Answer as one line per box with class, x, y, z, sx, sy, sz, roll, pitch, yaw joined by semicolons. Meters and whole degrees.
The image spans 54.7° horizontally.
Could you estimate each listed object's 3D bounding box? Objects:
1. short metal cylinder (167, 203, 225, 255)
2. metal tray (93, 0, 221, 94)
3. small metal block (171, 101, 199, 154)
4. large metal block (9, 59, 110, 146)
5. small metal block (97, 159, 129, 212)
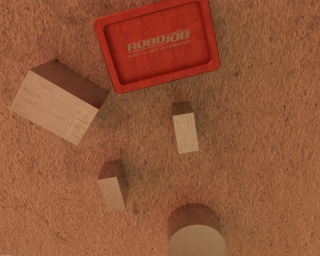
short metal cylinder;0.051;0.159;0.456;0.081;0.050;0.079;0;110;0
metal tray;-0.002;-0.100;0.369;0.131;0.030;0.089;-14;110;4
small metal block;0.031;-0.002;0.396;0.025;0.050;0.050;-9;110;3
large metal block;-0.113;-0.034;0.367;0.080;0.080;0.050;31;107;-11
small metal block;-0.062;0.078;0.425;0.025;0.050;0.050;-11;110;4
